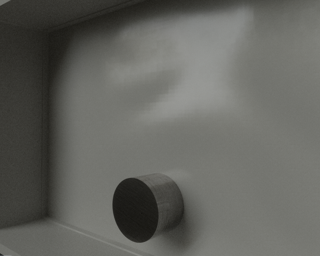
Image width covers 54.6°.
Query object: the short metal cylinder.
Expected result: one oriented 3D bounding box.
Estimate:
[{"bbox_3d":[-0.016,0.102,0.405,0.080,0.050,0.080,0,90,40],"label":"short metal cylinder"}]
